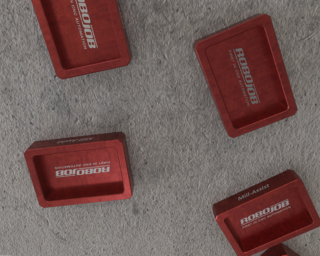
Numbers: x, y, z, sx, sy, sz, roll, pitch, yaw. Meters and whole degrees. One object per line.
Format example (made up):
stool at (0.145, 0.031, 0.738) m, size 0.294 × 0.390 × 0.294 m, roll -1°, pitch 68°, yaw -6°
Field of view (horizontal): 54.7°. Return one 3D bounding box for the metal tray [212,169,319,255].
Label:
metal tray at (0.155, 0.128, 0.455) m, size 0.130 × 0.030 × 0.090 m, roll -28°, pitch 108°, yaw 9°

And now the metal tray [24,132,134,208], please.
metal tray at (-0.107, 0.058, 0.427) m, size 0.131 × 0.030 × 0.089 m, roll -7°, pitch 110°, yaw 2°

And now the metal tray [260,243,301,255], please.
metal tray at (0.210, 0.252, 0.501) m, size 0.130 × 0.030 × 0.090 m, roll 36°, pitch 106°, yaw -13°

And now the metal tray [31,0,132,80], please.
metal tray at (-0.091, -0.130, 0.358) m, size 0.090 × 0.030 × 0.129 m, roll -12°, pitch 110°, yaw 4°

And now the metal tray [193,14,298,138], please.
metal tray at (0.106, -0.062, 0.384) m, size 0.090 × 0.030 × 0.129 m, roll -22°, pitch 109°, yaw 7°
